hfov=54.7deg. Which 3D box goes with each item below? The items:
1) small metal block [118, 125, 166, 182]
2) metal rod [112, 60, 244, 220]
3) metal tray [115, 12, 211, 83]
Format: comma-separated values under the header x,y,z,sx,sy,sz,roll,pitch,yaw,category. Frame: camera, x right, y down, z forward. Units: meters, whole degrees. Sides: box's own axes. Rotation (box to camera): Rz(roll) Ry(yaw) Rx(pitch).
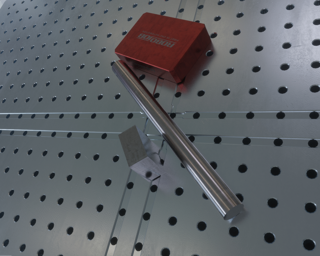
x,y,z,sx,sy,sz,roll,pitch,yaw,category
-0.022,0.032,0.384,0.025,0.050,0.050,-31,52,8,small metal block
0.004,-0.007,0.409,0.025,0.025,0.300,-39,51,2,metal rod
0.001,-0.129,0.484,0.130,0.030,0.090,27,76,37,metal tray
